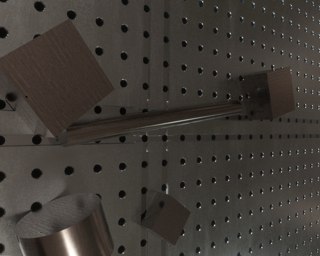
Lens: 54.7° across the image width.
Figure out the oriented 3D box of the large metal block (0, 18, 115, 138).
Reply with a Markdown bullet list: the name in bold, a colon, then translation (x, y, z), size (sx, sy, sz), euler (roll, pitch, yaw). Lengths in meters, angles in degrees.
- **large metal block**: translation (-0.106, -0.047, 0.305), size (0.080, 0.050, 0.080), euler (-46, 118, -31)

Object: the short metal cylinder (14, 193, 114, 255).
- **short metal cylinder**: translation (-0.090, 0.104, 0.299), size (0.081, 0.080, 0.050), euler (-23, 105, -38)

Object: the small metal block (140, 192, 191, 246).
- **small metal block**: translation (0.008, 0.122, 0.419), size (0.050, 0.025, 0.050), euler (45, 63, -31)

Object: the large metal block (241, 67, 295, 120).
- **large metal block**: translation (0.198, -0.063, 0.562), size (0.081, 0.050, 0.079), euler (-18, 102, -39)

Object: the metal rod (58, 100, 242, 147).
- **metal rod**: translation (0.012, -0.013, 0.421), size (0.302, 0.025, 0.025), euler (-10, 97, -40)
